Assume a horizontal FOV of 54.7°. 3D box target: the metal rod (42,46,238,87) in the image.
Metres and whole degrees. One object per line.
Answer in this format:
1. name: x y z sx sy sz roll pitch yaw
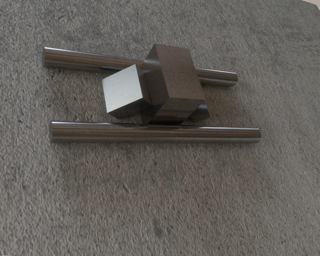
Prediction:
1. metal rod: -0.010 -0.085 0.453 0.303 0.025 0.025 1 61 -28

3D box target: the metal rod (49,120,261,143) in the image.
1. metal rod: 0.014 0.008 0.409 0.303 0.025 0.025 2 61 -28

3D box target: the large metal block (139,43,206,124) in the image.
1. large metal block: 0.007 -0.051 0.409 0.050 0.080 0.080 1 62 -28

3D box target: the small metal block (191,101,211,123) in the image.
1. small metal block: 0.050 -0.042 0.442 0.025 0.050 0.050 -18 64 9

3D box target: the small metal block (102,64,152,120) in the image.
1. small metal block: -0.043 -0.045 0.394 0.025 0.050 0.050 37 36 -59
